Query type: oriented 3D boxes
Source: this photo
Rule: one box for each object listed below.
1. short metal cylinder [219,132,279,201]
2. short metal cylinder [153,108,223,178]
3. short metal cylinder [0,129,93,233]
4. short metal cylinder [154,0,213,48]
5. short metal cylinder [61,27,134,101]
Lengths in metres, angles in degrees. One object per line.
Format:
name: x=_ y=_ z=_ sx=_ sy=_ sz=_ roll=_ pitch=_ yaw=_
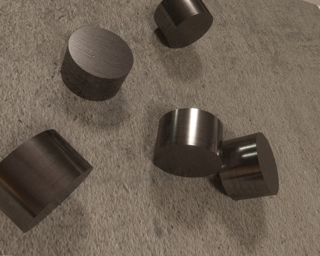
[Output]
short metal cylinder: x=0.115 y=0.050 z=0.400 sx=0.080 sy=0.050 sz=0.080 roll=33 pitch=48 yaw=-47
short metal cylinder: x=0.035 y=0.020 z=0.377 sx=0.080 sy=0.080 sz=0.050 roll=20 pitch=54 yaw=-17
short metal cylinder: x=-0.108 y=0.047 z=0.282 sx=0.050 sy=0.080 sz=0.080 roll=44 pitch=51 yaw=2
short metal cylinder: x=0.037 y=-0.174 z=0.497 sx=0.081 sy=0.080 sz=0.050 roll=-18 pitch=71 yaw=-35
short metal cylinder: x=-0.080 y=-0.081 z=0.395 sx=0.081 sy=0.050 sz=0.080 roll=14 pitch=56 yaw=-21
